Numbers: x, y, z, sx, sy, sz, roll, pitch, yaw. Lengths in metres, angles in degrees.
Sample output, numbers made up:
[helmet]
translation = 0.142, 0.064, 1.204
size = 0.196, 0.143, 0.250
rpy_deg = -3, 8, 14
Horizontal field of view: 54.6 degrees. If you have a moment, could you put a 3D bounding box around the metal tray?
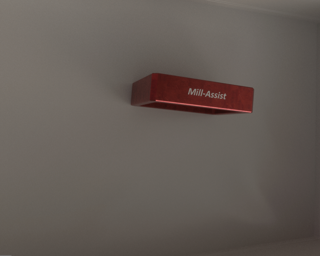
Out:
[metal tray]
translation = 0.038, -0.039, 0.389
size = 0.131, 0.090, 0.030
rpy_deg = 5, 89, -20
